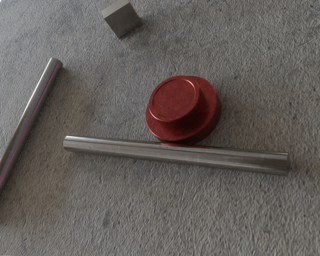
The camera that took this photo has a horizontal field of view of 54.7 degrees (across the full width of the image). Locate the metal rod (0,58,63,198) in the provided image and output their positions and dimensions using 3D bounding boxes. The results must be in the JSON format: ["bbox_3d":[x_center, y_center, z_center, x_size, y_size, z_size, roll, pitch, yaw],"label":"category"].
[{"bbox_3d":[-0.230,0.009,0.516,0.025,0.025,0.300,2,62,29],"label":"metal rod"}]

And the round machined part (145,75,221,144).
[{"bbox_3d":[0.025,-0.028,0.396,0.098,0.042,0.098,-13,56,20],"label":"round machined part"}]

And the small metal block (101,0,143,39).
[{"bbox_3d":[-0.065,-0.191,0.537,0.050,0.050,0.025,-29,52,9],"label":"small metal block"}]

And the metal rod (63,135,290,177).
[{"bbox_3d":[-0.002,0.030,0.385,0.300,0.025,0.025,3,63,29],"label":"metal rod"}]
